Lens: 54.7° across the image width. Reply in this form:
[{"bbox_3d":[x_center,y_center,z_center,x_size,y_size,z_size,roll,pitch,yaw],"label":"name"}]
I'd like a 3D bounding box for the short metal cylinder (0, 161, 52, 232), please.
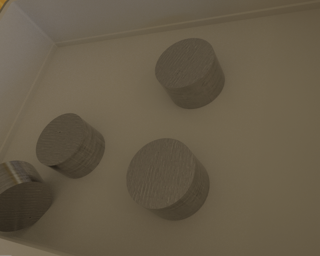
[{"bbox_3d":[-0.195,0.091,0.417,0.080,0.080,0.050,-49,51,-6],"label":"short metal cylinder"}]

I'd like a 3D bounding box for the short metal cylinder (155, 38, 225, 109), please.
[{"bbox_3d":[0.040,-0.072,0.413,0.080,0.050,0.080,-13,56,21],"label":"short metal cylinder"}]

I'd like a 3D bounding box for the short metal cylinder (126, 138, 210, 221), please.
[{"bbox_3d":[0.010,0.058,0.349,0.080,0.050,0.080,-13,56,21],"label":"short metal cylinder"}]

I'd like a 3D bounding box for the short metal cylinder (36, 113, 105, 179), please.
[{"bbox_3d":[-0.126,0.026,0.440,0.080,0.050,0.080,-13,56,21],"label":"short metal cylinder"}]
